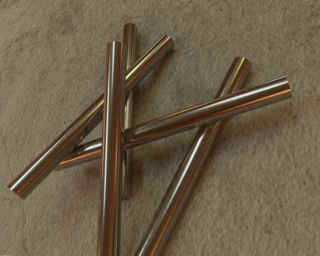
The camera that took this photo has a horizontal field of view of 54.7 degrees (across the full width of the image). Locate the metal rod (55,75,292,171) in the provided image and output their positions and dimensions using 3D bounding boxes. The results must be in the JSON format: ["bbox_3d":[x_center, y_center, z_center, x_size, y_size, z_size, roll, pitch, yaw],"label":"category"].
[{"bbox_3d":[-0.002,0.001,0.369,0.301,0.025,0.025,-18,55,17],"label":"metal rod"}]

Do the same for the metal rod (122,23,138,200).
[{"bbox_3d":[-0.049,-0.044,0.454,0.025,0.025,0.299,-14,56,20],"label":"metal rod"}]

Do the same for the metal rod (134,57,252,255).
[{"bbox_3d":[0.037,0.043,0.357,0.025,0.025,0.300,18,71,34],"label":"metal rod"}]

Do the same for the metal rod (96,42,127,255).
[{"bbox_3d":[-0.055,0.044,0.351,0.025,0.025,0.299,-6,75,25],"label":"metal rod"}]

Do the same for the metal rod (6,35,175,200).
[{"bbox_3d":[-0.076,-0.030,0.415,0.025,0.025,0.301,21,59,35],"label":"metal rod"}]
